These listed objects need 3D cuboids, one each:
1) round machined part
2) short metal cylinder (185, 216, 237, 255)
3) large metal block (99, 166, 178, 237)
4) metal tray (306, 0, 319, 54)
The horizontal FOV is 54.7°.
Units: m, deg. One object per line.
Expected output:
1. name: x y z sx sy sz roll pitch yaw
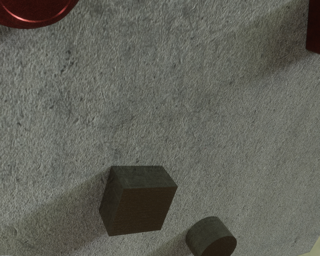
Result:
1. round machined part: -0.103 -0.120 0.244 0.099 0.042 0.098 -27 151 -16
2. short metal cylinder: 0.095 0.212 0.577 0.081 0.050 0.079 -14 125 -21
3. large metal block: -0.032 0.100 0.437 0.081 0.050 0.079 4 116 -31
4. metal tray: 0.277 -0.171 0.451 0.131 0.030 0.090 -25 128 -14
